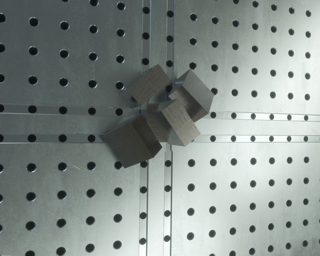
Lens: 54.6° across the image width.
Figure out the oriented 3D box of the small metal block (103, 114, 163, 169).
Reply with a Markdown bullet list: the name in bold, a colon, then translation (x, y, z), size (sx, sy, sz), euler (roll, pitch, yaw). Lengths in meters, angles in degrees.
- **small metal block**: translation (-0.034, 0.017, 0.384), size (0.050, 0.050, 0.025), euler (58, 36, -11)

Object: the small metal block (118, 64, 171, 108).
- **small metal block**: translation (-0.021, -0.051, 0.391), size (0.050, 0.050, 0.025), euler (-43, 104, -15)

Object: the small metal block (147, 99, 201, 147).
- **small metal block**: translation (0.016, -0.006, 0.378), size (0.025, 0.050, 0.050), euler (-38, 103, -17)

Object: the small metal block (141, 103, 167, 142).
- **small metal block**: translation (0.002, -0.006, 0.413), size (0.050, 0.025, 0.050), euler (1, 90, -21)

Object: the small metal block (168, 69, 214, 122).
- **small metal block**: translation (0.043, -0.044, 0.414), size (0.050, 0.025, 0.050), euler (44, 36, -15)
